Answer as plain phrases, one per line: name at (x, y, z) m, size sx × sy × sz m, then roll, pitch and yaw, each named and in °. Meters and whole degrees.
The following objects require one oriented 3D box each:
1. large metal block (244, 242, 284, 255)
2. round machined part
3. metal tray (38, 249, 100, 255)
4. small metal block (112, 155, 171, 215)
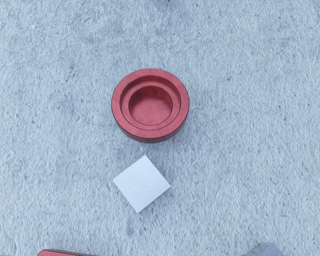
large metal block at (0.111, 0.181, 0.330) m, size 0.080 × 0.050 × 0.080 m, roll -34°, pitch 74°, yaw -12°
round machined part at (-0.012, -0.026, 0.408) m, size 0.099 × 0.042 × 0.098 m, roll 0°, pitch 70°, yaw 0°
metal tray at (-0.098, 0.204, 0.330) m, size 0.091 × 0.030 × 0.130 m, roll 8°, pitch 70°, yaw 2°
small metal block at (-0.022, 0.070, 0.382) m, size 0.050 × 0.025 × 0.050 m, roll -37°, pitch 74°, yaw -13°
